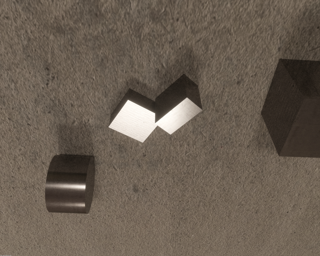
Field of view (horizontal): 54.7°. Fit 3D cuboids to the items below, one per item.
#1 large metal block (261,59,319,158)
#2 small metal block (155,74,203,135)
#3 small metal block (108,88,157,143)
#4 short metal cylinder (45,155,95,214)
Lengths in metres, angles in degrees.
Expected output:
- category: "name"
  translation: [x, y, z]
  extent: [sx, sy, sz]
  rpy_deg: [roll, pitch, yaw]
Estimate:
- category: "large metal block"
  translation: [0.161, -0.023, 0.354]
  extent: [0.050, 0.080, 0.079]
  rpy_deg: [2, 130, -3]
- category: "small metal block"
  translation: [0.021, -0.029, 0.367]
  extent: [0.025, 0.050, 0.050]
  rpy_deg: [36, 121, -27]
- category: "small metal block"
  translation: [-0.030, -0.015, 0.394]
  extent: [0.050, 0.025, 0.050]
  rpy_deg: [26, 125, -21]
- category: "short metal cylinder"
  translation: [-0.124, 0.079, 0.437]
  extent: [0.050, 0.080, 0.079]
  rpy_deg: [3, 130, -3]
